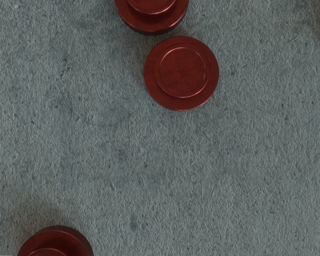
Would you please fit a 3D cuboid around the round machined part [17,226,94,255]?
[{"bbox_3d":[-0.139,0.181,0.400,0.099,0.042,0.097,0,90,0],"label":"round machined part"}]

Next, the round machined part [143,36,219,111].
[{"bbox_3d":[0.028,-0.071,0.401,0.099,0.042,0.097,0,90,0],"label":"round machined part"}]

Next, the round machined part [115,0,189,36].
[{"bbox_3d":[-0.010,-0.174,0.401,0.099,0.042,0.097,0,90,0],"label":"round machined part"}]
